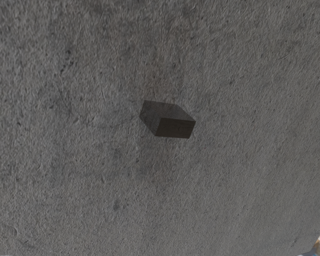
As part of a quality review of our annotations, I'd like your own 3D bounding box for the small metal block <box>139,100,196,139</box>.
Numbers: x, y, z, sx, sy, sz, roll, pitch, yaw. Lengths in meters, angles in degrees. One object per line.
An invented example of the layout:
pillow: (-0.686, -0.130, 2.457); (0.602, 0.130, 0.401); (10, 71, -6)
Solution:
small metal block: (0.009, -0.011, 0.391); (0.050, 0.050, 0.025); (5, 116, -31)
